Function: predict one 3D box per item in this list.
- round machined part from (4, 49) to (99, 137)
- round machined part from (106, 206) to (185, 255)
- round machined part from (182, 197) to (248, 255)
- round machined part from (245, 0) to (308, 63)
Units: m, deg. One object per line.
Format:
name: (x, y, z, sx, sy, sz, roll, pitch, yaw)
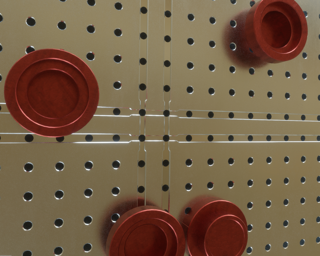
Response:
round machined part: (-0.123, -0.038, 0.358, 0.099, 0.042, 0.097, 0, 90, -21)
round machined part: (-0.021, 0.148, 0.397, 0.099, 0.042, 0.097, 0, 90, -21)
round machined part: (0.083, 0.151, 0.436, 0.099, 0.042, 0.097, 0, 90, -21)
round machined part: (0.169, -0.146, 0.468, 0.099, 0.042, 0.097, 0, 90, -21)
